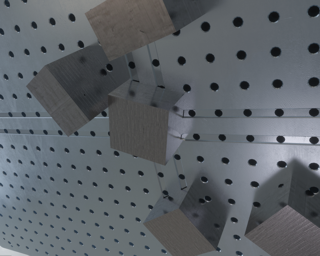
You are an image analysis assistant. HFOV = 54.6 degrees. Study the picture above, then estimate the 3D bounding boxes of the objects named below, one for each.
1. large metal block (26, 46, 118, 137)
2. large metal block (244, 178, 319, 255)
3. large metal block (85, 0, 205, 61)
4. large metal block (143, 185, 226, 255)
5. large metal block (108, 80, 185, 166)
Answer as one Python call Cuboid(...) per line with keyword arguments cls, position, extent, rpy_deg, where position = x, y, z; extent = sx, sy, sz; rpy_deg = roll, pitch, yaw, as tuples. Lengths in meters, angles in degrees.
Cuboid(cls="large metal block", position=(-0.106, -0.049, 0.402), extent=(0.050, 0.080, 0.080), rpy_deg=(-30, 102, 38))
Cuboid(cls="large metal block", position=(0.166, 0.122, 0.383), extent=(0.080, 0.050, 0.080), rpy_deg=(36, 129, 4))
Cuboid(cls="large metal block", position=(-0.012, -0.115, 0.311), extent=(0.080, 0.080, 0.050), rpy_deg=(-14, 111, 34))
Cuboid(cls="large metal block", position=(0.036, 0.144, 0.465), extent=(0.080, 0.050, 0.080), rpy_deg=(49, 129, -7))
Cuboid(cls="large metal block", position=(-0.018, -0.008, 0.400), extent=(0.080, 0.050, 0.079), rpy_deg=(16, 125, 19))
